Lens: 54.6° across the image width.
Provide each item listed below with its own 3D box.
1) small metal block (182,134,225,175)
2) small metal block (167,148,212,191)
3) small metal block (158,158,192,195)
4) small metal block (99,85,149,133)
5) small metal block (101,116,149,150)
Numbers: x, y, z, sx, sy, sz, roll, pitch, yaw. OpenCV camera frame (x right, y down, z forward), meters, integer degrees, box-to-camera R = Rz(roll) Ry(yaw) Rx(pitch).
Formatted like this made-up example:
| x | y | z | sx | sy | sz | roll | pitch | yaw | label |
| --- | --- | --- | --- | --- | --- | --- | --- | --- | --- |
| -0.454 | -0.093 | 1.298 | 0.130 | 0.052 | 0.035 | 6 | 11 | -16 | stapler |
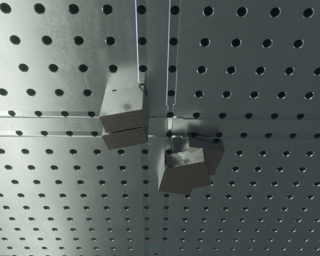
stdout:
| x | y | z | sx | sy | sz | roll | pitch | yaw | label |
| --- | --- | --- | --- | --- | --- | --- | --- | --- | --- |
| 0.059 | 0.039 | 0.445 | 0.050 | 0.025 | 0.050 | 8 | 130 | -7 | small metal block |
| 0.040 | 0.058 | 0.429 | 0.050 | 0.025 | 0.050 | -13 | 129 | 10 | small metal block |
| 0.027 | 0.075 | 0.475 | 0.050 | 0.025 | 0.050 | 8 | 130 | -7 | small metal block |
| -0.042 | -0.024 | 0.375 | 0.050 | 0.050 | 0.025 | -9 | 130 | 8 | small metal block |
| -0.042 | -0.003 | 0.393 | 0.050 | 0.050 | 0.025 | -12 | 129 | 9 | small metal block |
